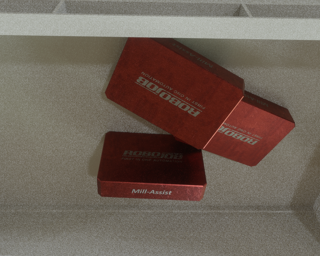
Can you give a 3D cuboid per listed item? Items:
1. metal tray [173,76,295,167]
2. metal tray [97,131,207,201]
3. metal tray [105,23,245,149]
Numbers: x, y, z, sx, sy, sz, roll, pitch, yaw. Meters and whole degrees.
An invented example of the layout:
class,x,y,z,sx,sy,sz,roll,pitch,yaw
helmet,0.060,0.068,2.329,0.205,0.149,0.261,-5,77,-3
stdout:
class,x,y,z,sx,sy,sz,roll,pitch,yaw
metal tray,0.094,-0.005,0.403,0.131,0.030,0.089,20,127,-17
metal tray,-0.010,0.048,0.406,0.131,0.090,0.030,3,130,-4
metal tray,0.015,-0.043,0.344,0.130,0.030,0.089,30,125,-2
